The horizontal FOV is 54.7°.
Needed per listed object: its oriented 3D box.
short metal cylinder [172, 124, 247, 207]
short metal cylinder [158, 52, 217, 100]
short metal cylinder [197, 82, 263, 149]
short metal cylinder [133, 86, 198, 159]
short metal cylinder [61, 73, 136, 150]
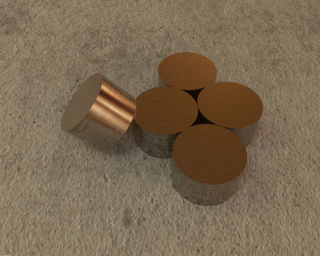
[{"bbox_3d":[0.054,0.042,0.354,0.080,0.050,0.080,0,50,0],"label":"short metal cylinder"},{"bbox_3d":[0.038,-0.063,0.442,0.080,0.050,0.080,0,50,0],"label":"short metal cylinder"},{"bbox_3d":[0.086,-0.015,0.401,0.080,0.050,0.080,0,50,0],"label":"short metal cylinder"},{"bbox_3d":[0.006,-0.007,0.394,0.080,0.050,0.080,0,50,0],"label":"short metal cylinder"},{"bbox_3d":[-0.075,-0.020,0.378,0.080,0.050,0.080,-33,39,32],"label":"short metal cylinder"}]
